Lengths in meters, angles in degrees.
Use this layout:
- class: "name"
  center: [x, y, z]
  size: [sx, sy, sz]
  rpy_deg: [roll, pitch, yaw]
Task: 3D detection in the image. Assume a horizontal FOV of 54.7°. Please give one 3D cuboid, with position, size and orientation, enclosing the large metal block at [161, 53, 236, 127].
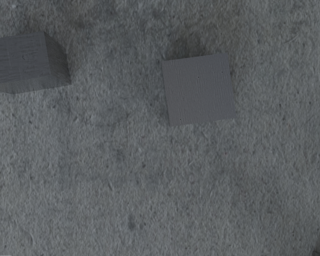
- class: "large metal block"
  center: [0.047, -0.046, 0.398]
  size: [0.081, 0.050, 0.080]
  rpy_deg: [-8, 90, -1]

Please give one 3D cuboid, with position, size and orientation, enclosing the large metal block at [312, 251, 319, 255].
- class: "large metal block"
  center: [0.242, 0.204, 0.386]
  size: [0.080, 0.080, 0.050]
  rpy_deg: [17, 90, -1]

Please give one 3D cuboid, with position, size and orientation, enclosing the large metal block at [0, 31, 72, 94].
- class: "large metal block"
  center: [-0.164, -0.076, 0.380]
  size: [0.081, 0.080, 0.050]
  rpy_deg: [-9, 90, 0]
